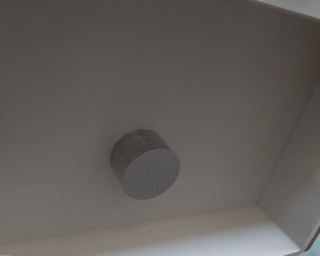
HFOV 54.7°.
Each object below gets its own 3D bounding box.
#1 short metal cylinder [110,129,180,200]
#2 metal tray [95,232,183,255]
[{"bbox_3d":[-0.020,0.048,0.413,0.081,0.050,0.079,-14,125,-21],"label":"short metal cylinder"},{"bbox_3d":[-0.027,0.214,0.488,0.131,0.090,0.030,4,117,-31],"label":"metal tray"}]
